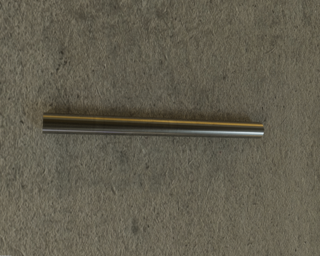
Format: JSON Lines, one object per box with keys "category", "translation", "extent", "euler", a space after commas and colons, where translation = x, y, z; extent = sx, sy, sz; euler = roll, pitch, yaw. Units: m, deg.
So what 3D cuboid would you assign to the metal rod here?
{"category": "metal rod", "translation": [0.006, -0.001, 0.412], "extent": [0.302, 0.025, 0.025], "euler": [2, 90, -20]}
